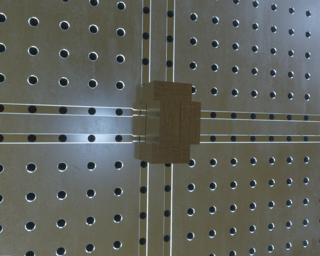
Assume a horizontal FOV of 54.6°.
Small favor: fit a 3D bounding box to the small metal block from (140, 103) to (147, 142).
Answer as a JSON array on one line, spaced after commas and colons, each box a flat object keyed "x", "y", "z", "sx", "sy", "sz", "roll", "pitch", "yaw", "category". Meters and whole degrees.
[{"x": 0.002, "y": -0.007, "z": 0.412, "sx": 0.050, "sy": 0.025, "sz": 0.050, "roll": 2, "pitch": 90, "yaw": -19, "category": "small metal block"}]

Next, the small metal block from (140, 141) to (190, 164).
[{"x": 0.005, "y": 0.031, "z": 0.401, "sx": 0.050, "sy": 0.050, "sz": 0.025, "roll": 2, "pitch": 90, "yaw": -20, "category": "small metal block"}]

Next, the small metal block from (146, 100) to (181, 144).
[{"x": 0.003, "y": -0.007, "z": 0.373, "sx": 0.025, "sy": 0.050, "sz": 0.050, "roll": 2, "pitch": 90, "yaw": -20, "category": "small metal block"}]

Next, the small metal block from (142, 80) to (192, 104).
[{"x": 0.008, "y": -0.044, "z": 0.401, "sx": 0.050, "sy": 0.050, "sz": 0.025, "roll": 2, "pitch": 90, "yaw": -20, "category": "small metal block"}]

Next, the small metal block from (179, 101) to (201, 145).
[{"x": 0.027, "y": -0.006, "z": 0.382, "sx": 0.025, "sy": 0.050, "sz": 0.050, "roll": 2, "pitch": 89, "yaw": -19, "category": "small metal block"}]
